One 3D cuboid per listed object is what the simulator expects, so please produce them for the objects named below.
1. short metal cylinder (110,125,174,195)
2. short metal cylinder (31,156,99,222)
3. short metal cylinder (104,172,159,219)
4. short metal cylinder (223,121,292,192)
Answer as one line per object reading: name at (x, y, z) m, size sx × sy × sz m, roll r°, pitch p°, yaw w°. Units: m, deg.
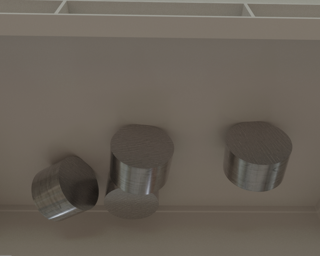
short metal cylinder at (-0.025, 0.040, 0.407) m, size 0.081 × 0.080 × 0.050 m, roll 6°, pitch 130°, yaw -5°
short metal cylinder at (-0.134, 0.087, 0.446) m, size 0.050 × 0.080 × 0.080 m, roll -26°, pitch 126°, yaw 20°
short metal cylinder at (-0.042, 0.096, 0.473) m, size 0.081 × 0.050 × 0.079 m, roll 0°, pitch 130°, yaw 0°
short metal cylinder at (0.125, 0.036, 0.404) m, size 0.080 × 0.080 × 0.050 m, roll -3°, pitch 130°, yaw 2°
